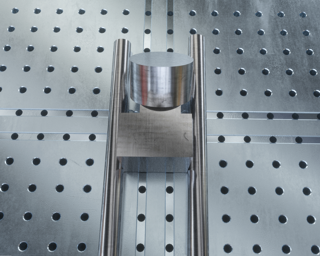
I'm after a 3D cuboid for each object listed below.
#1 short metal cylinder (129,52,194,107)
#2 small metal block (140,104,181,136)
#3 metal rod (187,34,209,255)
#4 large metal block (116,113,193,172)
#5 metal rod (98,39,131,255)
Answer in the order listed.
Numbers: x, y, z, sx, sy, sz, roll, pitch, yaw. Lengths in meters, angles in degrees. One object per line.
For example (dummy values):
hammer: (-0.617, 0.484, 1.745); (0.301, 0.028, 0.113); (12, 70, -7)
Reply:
short metal cylinder: (0.001, -0.065, 0.399); (0.081, 0.050, 0.080); (1, 26, 0)
small metal block: (0.000, -0.009, 0.402); (0.050, 0.050, 0.025); (1, 70, 0)
metal rod: (0.049, 0.009, 0.409); (0.025, 0.025, 0.299); (2, 70, 0)
large metal block: (-0.005, 0.020, 0.372); (0.081, 0.080, 0.050); (1, 70, 0)
metal rod: (-0.057, 0.016, 0.405); (0.025, 0.025, 0.299); (1, 70, 0)
